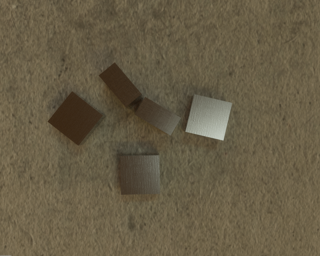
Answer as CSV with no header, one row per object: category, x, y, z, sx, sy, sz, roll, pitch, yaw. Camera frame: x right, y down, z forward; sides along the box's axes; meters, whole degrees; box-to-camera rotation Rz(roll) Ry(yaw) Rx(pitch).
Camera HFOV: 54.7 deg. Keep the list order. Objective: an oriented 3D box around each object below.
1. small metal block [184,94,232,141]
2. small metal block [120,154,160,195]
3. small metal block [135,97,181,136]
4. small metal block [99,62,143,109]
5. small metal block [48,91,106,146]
small metal block,0.063,-0.014,0.411,0.050,0.025,0.050,13,90,-1
small metal block,-0.026,0.060,0.410,0.050,0.025,0.050,-1,90,-1
small metal block,-0.003,-0.014,0.397,0.050,0.050,0.025,31,90,-1
small metal block,-0.048,-0.052,0.397,0.025,0.050,0.050,-40,91,0
small metal block,-0.109,-0.012,0.409,0.050,0.025,0.050,39,90,-1
